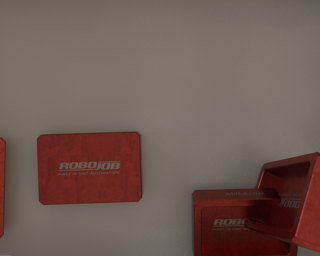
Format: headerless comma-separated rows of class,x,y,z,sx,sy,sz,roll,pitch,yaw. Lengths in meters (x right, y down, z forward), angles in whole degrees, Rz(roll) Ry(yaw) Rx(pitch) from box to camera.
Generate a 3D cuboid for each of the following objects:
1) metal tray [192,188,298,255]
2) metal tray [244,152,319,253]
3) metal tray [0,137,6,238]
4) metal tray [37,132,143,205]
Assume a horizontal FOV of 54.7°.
metal tray,0.108,0.126,0.398,0.131,0.030,0.089,-2,104,1
metal tray,0.145,0.081,0.352,0.030,0.130,0.090,23,77,-1
metal tray,-0.245,0.076,0.384,0.091,0.030,0.129,1,90,-33
metal tray,-0.090,0.051,0.408,0.131,0.030,0.089,-2,90,-1
